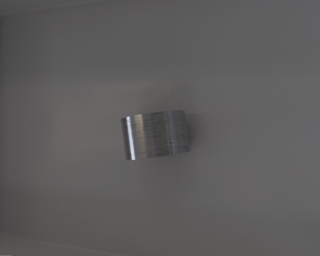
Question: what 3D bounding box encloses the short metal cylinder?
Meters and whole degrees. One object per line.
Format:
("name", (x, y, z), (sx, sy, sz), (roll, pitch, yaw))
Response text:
("short metal cylinder", (-0.005, 0.009, 0.384), (0.080, 0.080, 0.050), (-9, 87, 20))
